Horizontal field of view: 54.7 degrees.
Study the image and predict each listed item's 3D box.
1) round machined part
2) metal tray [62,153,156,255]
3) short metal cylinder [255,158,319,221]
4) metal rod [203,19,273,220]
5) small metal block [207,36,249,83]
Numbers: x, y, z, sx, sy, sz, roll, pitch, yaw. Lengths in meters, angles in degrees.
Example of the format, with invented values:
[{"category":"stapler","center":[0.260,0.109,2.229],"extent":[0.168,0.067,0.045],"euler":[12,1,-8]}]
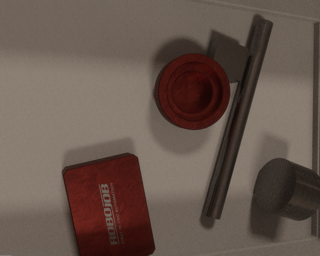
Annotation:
[{"category":"round machined part","center":[0.040,-0.047,0.414],"extent":[0.099,0.042,0.097],"euler":[-1,94,-15]},{"category":"metal tray","center":[-0.063,0.103,0.386],"extent":[0.091,0.030,0.129],"euler":[-12,94,-20]},{"category":"short metal cylinder","center":[0.186,0.089,0.452],"extent":[0.050,0.080,0.080],"euler":[21,83,-19]},{"category":"metal rod","center":[0.116,-0.017,0.454],"extent":[0.025,0.025,0.299],"euler":[19,84,-20]},{"category":"small metal block","center":[0.095,-0.097,0.447],"extent":[0.050,0.025,0.050],"euler":[16,84,-20]}]
